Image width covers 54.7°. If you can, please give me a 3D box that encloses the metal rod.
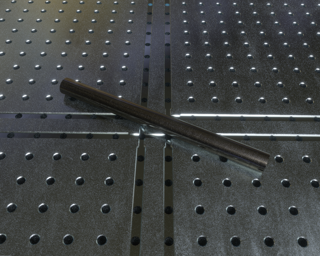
[{"bbox_3d":[-0.006,-0.010,0.416,0.301,0.025,0.025,21,53,16],"label":"metal rod"}]
